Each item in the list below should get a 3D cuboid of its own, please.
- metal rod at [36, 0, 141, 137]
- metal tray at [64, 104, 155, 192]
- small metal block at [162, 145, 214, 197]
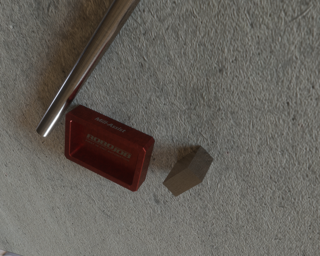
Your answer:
[{"bbox_3d":[-0.105,-0.076,0.412,0.025,0.025,0.299,44,129,-3],"label":"metal rod"},{"bbox_3d":[-0.079,0.030,0.461,0.130,0.030,0.089,24,127,13],"label":"metal tray"},{"bbox_3d":[0.037,0.056,0.405,0.025,0.050,0.050,47,129,-5],"label":"small metal block"}]
